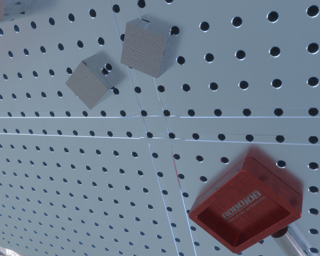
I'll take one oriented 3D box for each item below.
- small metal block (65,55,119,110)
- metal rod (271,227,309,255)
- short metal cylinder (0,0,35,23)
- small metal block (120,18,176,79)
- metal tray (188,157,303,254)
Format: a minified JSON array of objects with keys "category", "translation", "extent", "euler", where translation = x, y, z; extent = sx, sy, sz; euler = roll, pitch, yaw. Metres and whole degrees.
[{"category":"small metal block","translation":[-0.093,-0.061,0.423],"extent":[0.050,0.025,0.050],"euler":[47,129,-5]},{"category":"metal rod","translation":[0.249,0.253,0.436],"extent":[0.025,0.025,0.300],"euler":[-30,102,38]},{"category":"short metal cylinder","translation":[-0.210,-0.177,0.397],"extent":[0.080,0.050,0.079],"euler":[13,124,21]},{"category":"small metal block","translation":[-0.015,-0.093,0.361],"extent":[0.050,0.025,0.050],"euler":[25,127,12]},{"category":"metal tray","translation":[0.110,0.108,0.416],"extent":[0.090,0.030,0.129],"euler":[39,129,2]}]
